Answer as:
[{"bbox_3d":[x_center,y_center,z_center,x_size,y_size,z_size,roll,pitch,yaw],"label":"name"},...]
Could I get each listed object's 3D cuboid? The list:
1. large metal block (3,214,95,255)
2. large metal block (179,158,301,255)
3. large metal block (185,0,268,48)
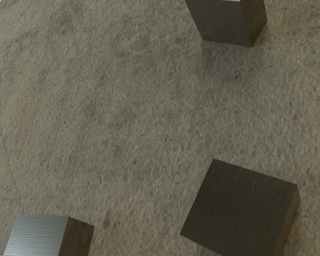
[{"bbox_3d":[-0.134,0.149,0.365,0.080,0.050,0.080,-5,59,25],"label":"large metal block"},{"bbox_3d":[0.078,0.085,0.294,0.080,0.050,0.080,16,70,34],"label":"large metal block"},{"bbox_3d":[0.091,-0.160,0.419,0.080,0.080,0.050,21,73,35],"label":"large metal block"}]
